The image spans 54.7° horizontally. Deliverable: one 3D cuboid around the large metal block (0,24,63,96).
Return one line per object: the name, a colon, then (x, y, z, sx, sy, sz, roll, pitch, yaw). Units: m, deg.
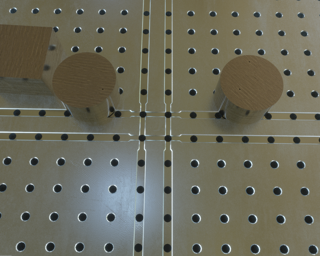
large metal block: (-0.189, -0.094, 0.430, 0.081, 0.050, 0.080, 4, 70, 1)

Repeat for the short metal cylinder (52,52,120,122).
short metal cylinder: (-0.096, -0.054, 0.417, 0.081, 0.050, 0.080, 0, 70, -1)

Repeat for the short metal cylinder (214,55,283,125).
short metal cylinder: (0.117, -0.051, 0.418, 0.081, 0.050, 0.080, 0, 70, 0)
